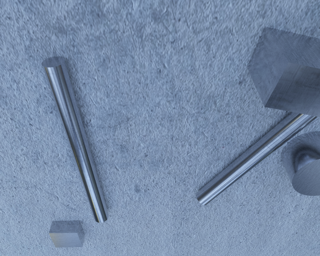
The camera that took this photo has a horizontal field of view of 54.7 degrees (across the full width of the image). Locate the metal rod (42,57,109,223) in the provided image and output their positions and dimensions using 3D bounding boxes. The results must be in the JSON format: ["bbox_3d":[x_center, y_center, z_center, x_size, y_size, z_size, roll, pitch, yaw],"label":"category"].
[{"bbox_3d":[-0.110,0.040,0.440,0.025,0.025,0.298,-3,130,2],"label":"metal rod"}]

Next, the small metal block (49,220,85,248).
[{"bbox_3d":[-0.171,0.196,0.573,0.050,0.025,0.050,-1,130,1],"label":"small metal block"}]

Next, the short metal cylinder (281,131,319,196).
[{"bbox_3d":[0.220,0.051,0.436,0.081,0.050,0.079,0,130,0],"label":"short metal cylinder"}]

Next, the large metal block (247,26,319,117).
[{"bbox_3d":[0.147,-0.058,0.323,0.081,0.080,0.050,9,130,-8],"label":"large metal block"}]

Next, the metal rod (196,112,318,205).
[{"bbox_3d":[0.152,0.020,0.425,0.025,0.025,0.298,27,125,-21],"label":"metal rod"}]
